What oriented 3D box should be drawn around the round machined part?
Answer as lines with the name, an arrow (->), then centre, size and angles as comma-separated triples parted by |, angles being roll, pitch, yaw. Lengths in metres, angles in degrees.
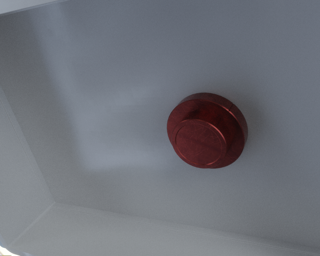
round machined part -> 0.053, 0.010, 0.376 | 0.098, 0.042, 0.097 | 13, 124, 21
